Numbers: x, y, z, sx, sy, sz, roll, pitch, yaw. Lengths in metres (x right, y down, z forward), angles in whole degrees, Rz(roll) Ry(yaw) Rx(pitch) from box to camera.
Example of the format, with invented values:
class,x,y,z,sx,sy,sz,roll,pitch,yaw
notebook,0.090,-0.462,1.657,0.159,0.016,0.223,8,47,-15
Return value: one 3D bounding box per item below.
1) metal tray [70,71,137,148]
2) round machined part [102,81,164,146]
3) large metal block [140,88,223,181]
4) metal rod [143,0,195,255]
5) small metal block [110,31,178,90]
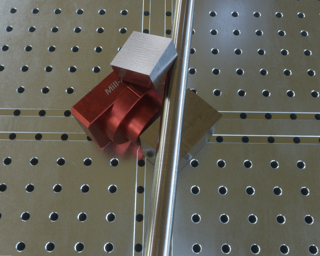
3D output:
class,x,y,z,sx,sy,sz,roll,pitch,yaw
metal tray,-0.044,-0.040,0.391,0.030,0.090,0.130,41,75,13
round machined part,-0.021,-0.016,0.383,0.042,0.098,0.098,41,75,13
large metal block,0.024,0.011,0.376,0.050,0.080,0.080,41,75,13
metal rod,0.014,-0.021,0.334,0.025,0.025,0.299,7,70,2
small metal block,-0.017,-0.074,0.335,0.050,0.025,0.050,20,68,26
